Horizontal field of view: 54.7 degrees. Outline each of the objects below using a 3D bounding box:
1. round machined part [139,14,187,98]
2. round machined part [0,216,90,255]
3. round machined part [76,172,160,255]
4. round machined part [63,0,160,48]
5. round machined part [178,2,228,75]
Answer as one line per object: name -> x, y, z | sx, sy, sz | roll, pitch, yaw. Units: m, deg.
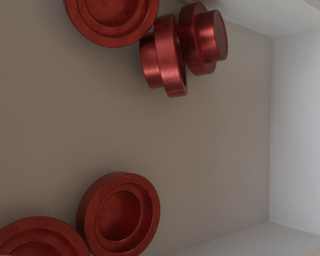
round machined part -> 0.004, -0.084, 0.377 | 0.098, 0.042, 0.097 | -9, 91, -79
round machined part -> -0.116, 0.134, 0.281 | 0.099, 0.042, 0.098 | 19, 51, -25
round machined part -> -0.050, 0.098, 0.353 | 0.099, 0.042, 0.097 | 0, 90, -40
round machined part -> -0.054, -0.140, 0.333 | 0.099, 0.042, 0.097 | -11, 119, -19
round machined part -> 0.064, -0.123, 0.426 | 0.098, 0.042, 0.098 | 21, 66, -60
